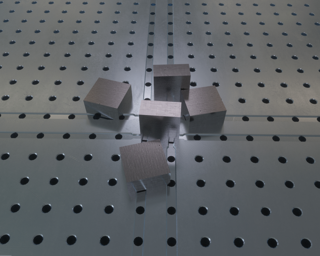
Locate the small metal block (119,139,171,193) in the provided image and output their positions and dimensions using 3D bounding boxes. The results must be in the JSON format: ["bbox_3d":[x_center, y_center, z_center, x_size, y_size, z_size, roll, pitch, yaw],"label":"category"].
[{"bbox_3d":[-0.018,0.045,0.370,0.050,0.025,0.050,-11,51,-9],"label":"small metal block"}]

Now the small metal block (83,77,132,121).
[{"bbox_3d":[-0.073,-0.042,0.443,0.050,0.025,0.050,14,51,11],"label":"small metal block"}]

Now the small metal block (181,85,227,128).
[{"bbox_3d":[0.059,-0.030,0.434,0.050,0.025,0.050,-9,51,-8],"label":"small metal block"}]

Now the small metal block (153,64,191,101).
[{"bbox_3d":[0.016,-0.064,0.445,0.050,0.050,0.025,-2,50,-2],"label":"small metal block"}]

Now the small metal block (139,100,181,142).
[{"bbox_3d":[0.001,-0.008,0.399,0.050,0.050,0.025,4,50,3],"label":"small metal block"}]
